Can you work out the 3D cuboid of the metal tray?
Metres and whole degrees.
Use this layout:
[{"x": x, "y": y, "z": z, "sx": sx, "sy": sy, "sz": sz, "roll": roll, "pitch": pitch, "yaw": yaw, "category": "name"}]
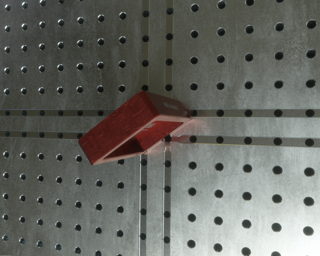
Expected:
[{"x": -0.022, "y": 0.001, "z": 0.364, "sx": 0.090, "sy": 0.130, "sz": 0.030, "roll": -36, "pitch": 78, "yaw": 16, "category": "metal tray"}]
